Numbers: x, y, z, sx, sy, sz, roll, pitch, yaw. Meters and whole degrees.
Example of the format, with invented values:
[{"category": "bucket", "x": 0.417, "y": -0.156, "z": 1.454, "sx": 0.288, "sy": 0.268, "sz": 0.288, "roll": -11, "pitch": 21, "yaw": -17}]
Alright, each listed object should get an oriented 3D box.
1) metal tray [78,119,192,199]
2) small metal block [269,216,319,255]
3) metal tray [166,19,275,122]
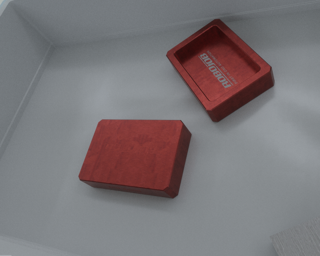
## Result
[{"category": "metal tray", "x": -0.033, "y": 0.035, "z": 0.397, "sx": 0.130, "sy": 0.030, "sz": 0.090, "roll": 1, "pitch": 62, "yaw": 28}, {"category": "small metal block", "x": 0.132, "y": 0.111, "z": 0.268, "sx": 0.050, "sy": 0.025, "sz": 0.050, "roll": -27, "pitch": 53, "yaw": 11}, {"category": "metal tray", "x": 0.075, "y": -0.081, "z": 0.411, "sx": 0.090, "sy": 0.030, "sz": 0.130, "roll": -34, "pitch": 52, "yaw": 5}]
